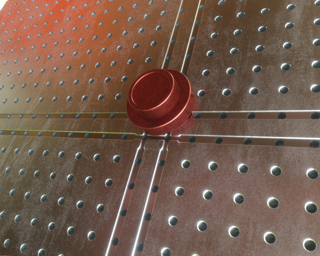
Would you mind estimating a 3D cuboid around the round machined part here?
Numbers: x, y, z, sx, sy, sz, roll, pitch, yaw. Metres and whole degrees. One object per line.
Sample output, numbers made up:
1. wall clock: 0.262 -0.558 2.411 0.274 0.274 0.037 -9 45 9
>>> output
1. round machined part: -0.004 -0.042 0.427 0.098 0.042 0.098 -13 56 21
